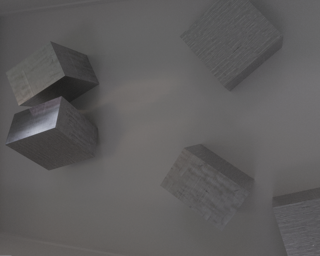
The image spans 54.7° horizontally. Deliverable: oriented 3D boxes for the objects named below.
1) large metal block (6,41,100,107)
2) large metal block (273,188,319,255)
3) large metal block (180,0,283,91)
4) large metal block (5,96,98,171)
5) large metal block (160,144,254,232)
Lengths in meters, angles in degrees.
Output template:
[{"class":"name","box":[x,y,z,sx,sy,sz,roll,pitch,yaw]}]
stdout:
[{"class":"large metal block","box":[-0.147,-0.069,0.433,0.080,0.080,0.050,-28,81,18]},{"class":"large metal block","box":[0.175,0.111,0.335,0.080,0.050,0.080,-18,84,19]},{"class":"large metal block","box":[0.085,-0.102,0.367,0.080,0.050,0.080,-41,77,15]},{"class":"large metal block","box":[-0.144,0.011,0.425,0.080,0.080,0.050,-17,52,19]},{"class":"large metal block","box":[0.058,0.063,0.361,0.080,0.080,0.050,34,101,16]}]
